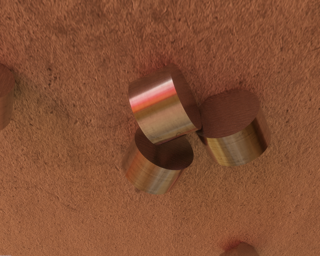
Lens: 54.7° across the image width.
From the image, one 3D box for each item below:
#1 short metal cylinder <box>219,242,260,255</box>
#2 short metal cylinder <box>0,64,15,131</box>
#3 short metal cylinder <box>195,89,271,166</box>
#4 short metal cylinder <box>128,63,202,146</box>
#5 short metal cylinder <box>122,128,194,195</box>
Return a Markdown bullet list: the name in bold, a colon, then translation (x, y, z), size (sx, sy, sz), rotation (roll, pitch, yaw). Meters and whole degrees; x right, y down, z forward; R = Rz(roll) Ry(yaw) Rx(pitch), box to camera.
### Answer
- **short metal cylinder**: translation (0.160, 0.272, 0.604), size (0.080, 0.080, 0.050), rotation (32, 123, -24)
- **short metal cylinder**: translation (-0.205, -0.035, 0.339), size (0.081, 0.080, 0.050), rotation (16, 128, -13)
- **short metal cylinder**: translation (0.085, -0.001, 0.371), size (0.080, 0.080, 0.050), rotation (-21, 127, 17)
- **short metal cylinder**: translation (0.007, -0.026, 0.349), size (0.050, 0.080, 0.080), rotation (-23, 127, 18)
- **short metal cylinder**: translation (-0.003, 0.039, 0.404), size (0.081, 0.080, 0.050), rotation (17, 128, -14)
